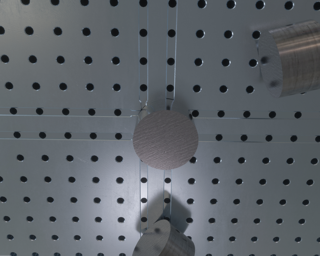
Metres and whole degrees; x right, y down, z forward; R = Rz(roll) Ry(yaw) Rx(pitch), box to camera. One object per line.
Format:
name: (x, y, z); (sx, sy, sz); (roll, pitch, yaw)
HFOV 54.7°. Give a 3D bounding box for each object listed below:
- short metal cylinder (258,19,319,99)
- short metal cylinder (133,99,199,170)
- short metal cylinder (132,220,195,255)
short metal cylinder: (0.151, -0.078, 0.356); (0.050, 0.080, 0.080); (-12, 110, 4)
short metal cylinder: (0.007, 0.007, 0.403); (0.081, 0.050, 0.079); (0, 110, 0)
short metal cylinder: (0.004, 0.182, 0.451); (0.080, 0.080, 0.050); (-43, 105, 14)
